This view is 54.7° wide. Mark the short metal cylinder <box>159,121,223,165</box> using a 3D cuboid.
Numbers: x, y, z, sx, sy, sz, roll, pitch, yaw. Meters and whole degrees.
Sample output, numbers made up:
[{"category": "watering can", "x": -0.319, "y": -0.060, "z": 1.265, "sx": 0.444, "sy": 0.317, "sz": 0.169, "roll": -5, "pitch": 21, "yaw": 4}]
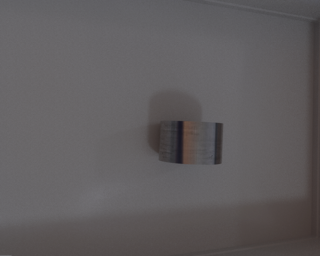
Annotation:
[{"category": "short metal cylinder", "x": 0.040, "y": 0.018, "z": 0.397, "sx": 0.081, "sy": 0.080, "sz": 0.050, "roll": 3, "pitch": 89, "yaw": -20}]
